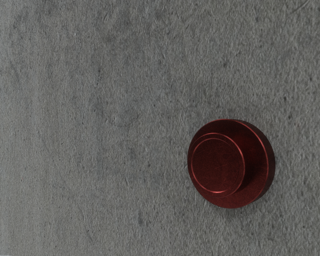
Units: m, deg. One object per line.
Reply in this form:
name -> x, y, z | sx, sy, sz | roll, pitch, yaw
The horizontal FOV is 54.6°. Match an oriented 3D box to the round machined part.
round machined part -> 0.069, 0.039, 0.337 | 0.098, 0.042, 0.097 | 0, 90, 40
